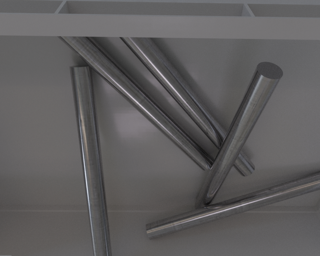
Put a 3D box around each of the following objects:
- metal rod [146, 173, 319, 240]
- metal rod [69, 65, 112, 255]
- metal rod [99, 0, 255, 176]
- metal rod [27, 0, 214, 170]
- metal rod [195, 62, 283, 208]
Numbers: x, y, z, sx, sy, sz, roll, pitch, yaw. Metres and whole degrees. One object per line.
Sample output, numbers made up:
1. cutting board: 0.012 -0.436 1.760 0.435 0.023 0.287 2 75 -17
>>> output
1. metal rod: 0.125 0.119 0.482 0.301 0.025 0.025 -17 129 3
2. metal rod: -0.083 0.072 0.395 0.025 0.025 0.298 -2 107 1
3. metal rod: 0.039 -0.029 0.384 0.025 0.025 0.300 -30 124 23
4. metal rod: -0.026 -0.037 0.377 0.025 0.025 0.300 -32 124 24
5. metal rod: 0.087 0.039 0.407 0.025 0.025 0.298 5 141 -4
